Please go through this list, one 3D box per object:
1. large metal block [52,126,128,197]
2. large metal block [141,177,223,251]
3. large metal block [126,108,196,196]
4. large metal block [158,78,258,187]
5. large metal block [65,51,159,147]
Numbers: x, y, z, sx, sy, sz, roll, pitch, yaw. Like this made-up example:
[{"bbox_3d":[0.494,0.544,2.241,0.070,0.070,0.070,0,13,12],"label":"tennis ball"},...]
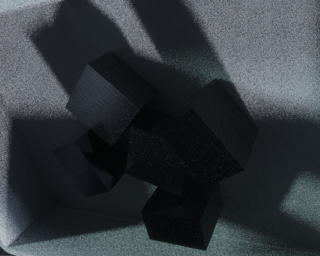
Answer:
[{"bbox_3d":[-0.089,0.038,0.440,0.050,0.080,0.080,-20,108,35],"label":"large metal block"},{"bbox_3d":[0.033,0.111,0.422,0.080,0.080,0.050,1,119,27],"label":"large metal block"},{"bbox_3d":[0.006,0.031,0.405,0.080,0.050,0.079,20,126,15],"label":"large metal block"},{"bbox_3d":[0.057,0.003,0.342,0.080,0.080,0.050,49,128,-7],"label":"large metal block"},{"bbox_3d":[-0.063,-0.036,0.399,0.080,0.050,0.080,41,129,0],"label":"large metal block"}]
